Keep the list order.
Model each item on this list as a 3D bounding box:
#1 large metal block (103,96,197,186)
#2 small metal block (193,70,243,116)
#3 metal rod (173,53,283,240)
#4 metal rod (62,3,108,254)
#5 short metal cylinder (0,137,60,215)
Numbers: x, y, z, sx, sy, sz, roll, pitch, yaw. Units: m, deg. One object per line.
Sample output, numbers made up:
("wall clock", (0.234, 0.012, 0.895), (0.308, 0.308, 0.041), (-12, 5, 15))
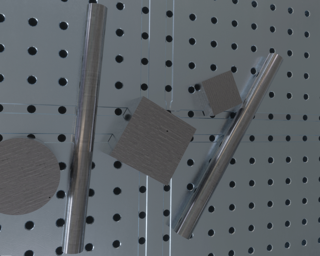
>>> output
("large metal block", (-0.014, 0.016, 0.394), (0.080, 0.050, 0.080), (31, 80, -18))
("small metal block", (0.083, -0.049, 0.443), (0.050, 0.025, 0.050), (-24, 98, -19))
("metal rod", (0.104, 0.019, 0.451), (0.025, 0.025, 0.300), (34, 79, -17))
("metal rod", (-0.092, -0.001, 0.378), (0.025, 0.025, 0.298), (6, 88, -20))
("short metal cylinder", (-0.154, 0.050, 0.343), (0.081, 0.050, 0.079), (0, 90, -21))
